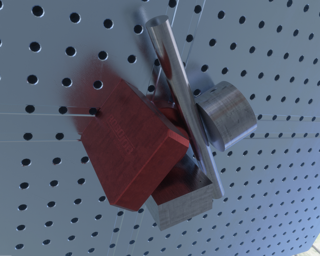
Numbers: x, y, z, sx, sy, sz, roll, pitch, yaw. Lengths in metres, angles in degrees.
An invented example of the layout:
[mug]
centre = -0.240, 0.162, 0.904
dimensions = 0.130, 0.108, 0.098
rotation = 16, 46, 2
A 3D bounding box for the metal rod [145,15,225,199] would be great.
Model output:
[metal rod]
centre = 0.044, -0.002, 0.408
dimensions = 0.025, 0.025, 0.299
rotation = -31, 129, -9

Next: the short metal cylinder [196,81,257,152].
[short metal cylinder]
centre = 0.082, -0.015, 0.411
dimensions = 0.050, 0.080, 0.080
rotation = -32, 129, -8

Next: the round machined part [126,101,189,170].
[round machined part]
centre = -0.001, 0.017, 0.412
dimensions = 0.099, 0.042, 0.097
rotation = -14, 125, -21

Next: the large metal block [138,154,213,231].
[large metal block]
centre = 0.019, 0.086, 0.441
dimensions = 0.081, 0.080, 0.050
rotation = -18, 126, -19

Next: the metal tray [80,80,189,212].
[metal tray]
centre = -0.035, 0.013, 0.334
dimensions = 0.030, 0.130, 0.090
rotation = 31, 101, -38
